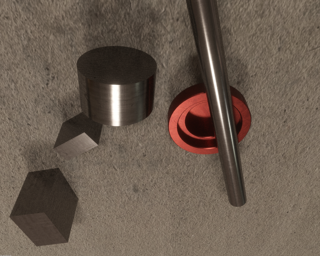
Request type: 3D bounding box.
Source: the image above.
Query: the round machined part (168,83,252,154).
[{"bbox_3d":[0.059,-0.016,0.383,0.099,0.042,0.097,-1,130,0],"label":"round machined part"}]

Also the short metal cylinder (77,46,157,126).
[{"bbox_3d":[-0.045,-0.047,0.331,0.081,0.080,0.050,3,130,-3],"label":"short metal cylinder"}]

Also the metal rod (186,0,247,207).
[{"bbox_3d":[0.071,-0.008,0.346,0.025,0.025,0.299,-12,129,9],"label":"metal rod"}]

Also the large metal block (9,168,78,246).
[{"bbox_3d":[-0.171,0.120,0.471,0.050,0.080,0.080,-9,130,7],"label":"large metal block"}]

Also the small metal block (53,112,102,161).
[{"bbox_3d":[-0.103,0.007,0.395,0.050,0.050,0.025,-26,126,20],"label":"small metal block"}]
